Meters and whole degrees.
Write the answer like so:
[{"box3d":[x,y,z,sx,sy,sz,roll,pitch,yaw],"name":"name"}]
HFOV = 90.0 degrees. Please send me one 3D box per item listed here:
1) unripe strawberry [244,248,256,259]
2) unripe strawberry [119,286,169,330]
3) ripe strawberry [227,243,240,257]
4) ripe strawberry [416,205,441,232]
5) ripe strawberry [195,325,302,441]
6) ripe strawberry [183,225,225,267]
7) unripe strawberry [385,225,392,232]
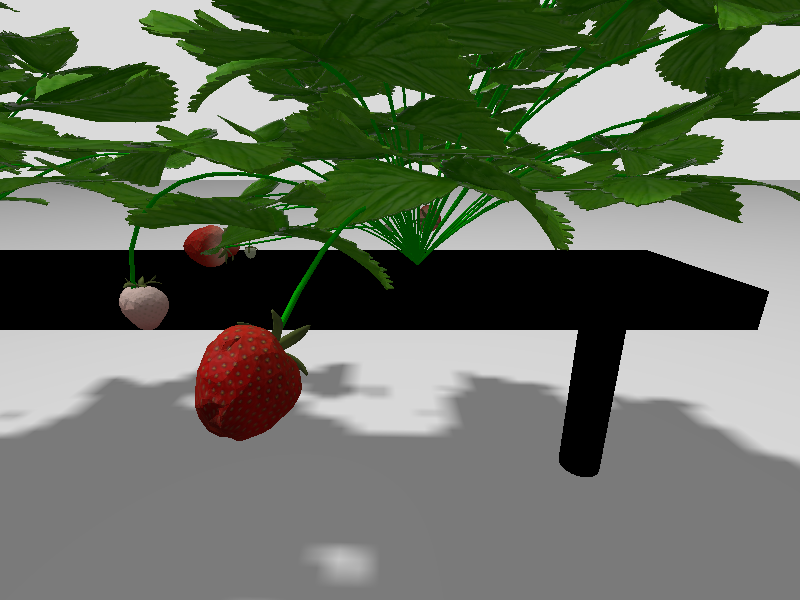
[{"box3d":[-0.128,-0.040,0.343,0.010,0.010,0.009,-2,18,-5],"name":"unripe strawberry"},{"box3d":[-0.136,0.004,0.213,0.021,0.025,0.025,-17,25,-42],"name":"unripe strawberry"},{"box3d":[-0.165,-0.052,0.380,0.024,0.023,0.022,36,20,-4],"name":"ripe strawberry"},{"box3d":[0.038,-0.107,0.527,0.032,0.036,0.035,2,18,7],"name":"ripe strawberry"},{"box3d":[-0.049,0.027,0.126,0.031,0.035,0.033,5,37,14],"name":"ripe strawberry"},{"box3d":[-0.166,-0.046,0.345,0.034,0.035,0.031,-1,18,-2],"name":"ripe strawberry"},{"box3d":[-0.014,-0.084,0.474,0.011,0.011,0.010,-4,19,-12],"name":"unripe strawberry"}]
